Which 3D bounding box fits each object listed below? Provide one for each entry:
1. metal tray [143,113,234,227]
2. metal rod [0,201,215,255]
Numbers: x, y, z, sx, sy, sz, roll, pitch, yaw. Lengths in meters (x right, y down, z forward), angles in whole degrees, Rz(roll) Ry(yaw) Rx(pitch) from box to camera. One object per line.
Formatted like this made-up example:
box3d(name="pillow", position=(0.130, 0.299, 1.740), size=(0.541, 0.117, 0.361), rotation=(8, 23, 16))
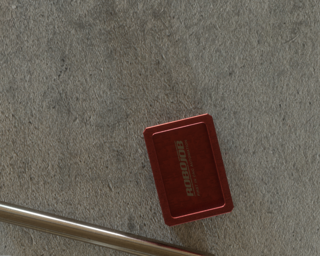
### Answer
box3d(name="metal tray", position=(0.036, 0.053, 0.407), size=(0.091, 0.030, 0.129), rotation=(-13, 90, -1))
box3d(name="metal rod", position=(-0.077, 0.143, 0.409), size=(0.302, 0.025, 0.025), rotation=(14, 90, -1))
